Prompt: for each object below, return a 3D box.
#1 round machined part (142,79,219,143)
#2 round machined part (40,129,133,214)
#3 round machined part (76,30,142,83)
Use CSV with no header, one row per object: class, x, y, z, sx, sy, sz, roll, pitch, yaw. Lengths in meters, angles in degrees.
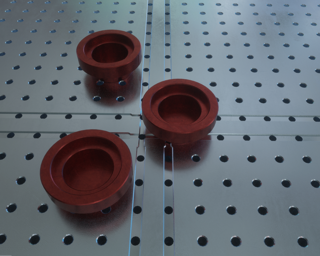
round machined part,0.026,-0.018,0.412,0.099,0.042,0.098,0,50,0
round machined part,-0.080,0.052,0.352,0.099,0.042,0.098,0,50,0
round machined part,-0.078,-0.109,0.488,0.099,0.042,0.098,0,50,0
